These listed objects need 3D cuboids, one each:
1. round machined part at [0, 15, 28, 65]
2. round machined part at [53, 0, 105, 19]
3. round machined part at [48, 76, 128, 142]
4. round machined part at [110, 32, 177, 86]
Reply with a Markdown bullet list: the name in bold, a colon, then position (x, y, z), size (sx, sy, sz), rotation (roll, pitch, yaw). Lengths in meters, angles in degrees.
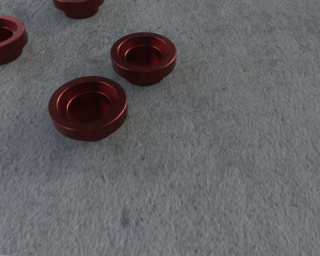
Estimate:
- **round machined part**: position (-0.266, -0.140, 0.506), size (0.099, 0.042, 0.098), rotation (0, 50, 0)
- **round machined part**: position (-0.156, -0.247, 0.598), size (0.099, 0.042, 0.098), rotation (0, 50, 0)
- **round machined part**: position (-0.091, -0.021, 0.409), size (0.099, 0.042, 0.098), rotation (0, 50, 0)
- **round machined part**: position (-0.025, -0.102, 0.478), size (0.099, 0.042, 0.098), rotation (0, 50, 0)
